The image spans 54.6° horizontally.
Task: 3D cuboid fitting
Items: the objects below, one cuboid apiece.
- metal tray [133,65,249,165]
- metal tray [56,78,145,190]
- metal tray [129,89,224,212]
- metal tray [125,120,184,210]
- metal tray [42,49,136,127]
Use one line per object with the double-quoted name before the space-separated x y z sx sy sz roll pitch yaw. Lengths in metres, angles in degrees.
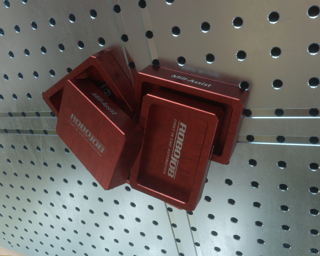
"metal tray" 0.032 -0.017 0.380 0.130 0.030 0.089 18 125 18
"metal tray" -0.084 0.005 0.403 0.130 0.030 0.089 41 125 29
"metal tray" 0.017 0.028 0.376 0.090 0.030 0.129 18 114 18
"metal tray" -0.010 0.053 0.446 0.130 0.030 0.089 24 127 14
"metal tray" -0.097 -0.039 0.435 0.130 0.030 0.090 -24 105 37
